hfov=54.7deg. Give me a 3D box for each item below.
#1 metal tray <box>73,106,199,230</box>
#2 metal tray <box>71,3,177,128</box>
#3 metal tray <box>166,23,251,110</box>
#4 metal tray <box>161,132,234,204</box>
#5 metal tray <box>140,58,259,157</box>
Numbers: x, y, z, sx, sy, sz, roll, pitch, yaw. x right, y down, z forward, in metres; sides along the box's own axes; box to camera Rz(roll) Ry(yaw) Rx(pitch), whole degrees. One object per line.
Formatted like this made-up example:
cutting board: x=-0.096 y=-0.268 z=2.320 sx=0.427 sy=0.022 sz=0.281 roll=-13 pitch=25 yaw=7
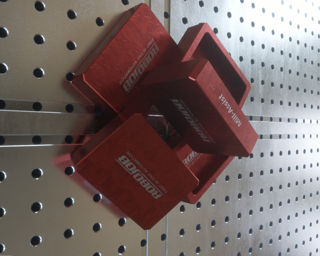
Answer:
metal tray: x=-0.024 y=0.050 z=0.363 sx=0.090 sy=0.030 sz=0.130 roll=-42 pitch=119 yaw=-4
metal tray: x=-0.033 y=-0.075 z=0.379 sx=0.090 sy=0.030 sz=0.130 roll=47 pitch=62 yaw=-30
metal tray: x=0.069 y=-0.065 z=0.426 sx=0.130 sy=0.030 sz=0.090 roll=44 pitch=64 yaw=-32
metal tray: x=0.059 y=0.035 z=0.456 sx=0.131 sy=0.030 sz=0.090 roll=-41 pitch=115 yaw=-32
metal tray: x=0.047 y=-0.019 z=0.368 sx=0.130 sy=0.090 sz=0.030 roll=48 pitch=61 yaw=-30
